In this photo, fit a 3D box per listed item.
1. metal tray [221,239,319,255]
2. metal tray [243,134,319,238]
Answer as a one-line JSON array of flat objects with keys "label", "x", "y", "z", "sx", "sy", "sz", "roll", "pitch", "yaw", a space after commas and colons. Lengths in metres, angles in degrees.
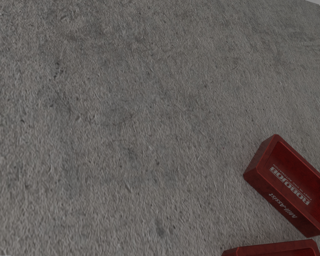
[{"label": "metal tray", "x": 0.142, "y": 0.184, "z": 0.364, "sx": 0.131, "sy": 0.030, "sz": 0.090, "roll": 5, "pitch": 59, "yaw": -26}, {"label": "metal tray", "x": 0.193, "y": 0.082, "z": 0.453, "sx": 0.130, "sy": 0.030, "sz": 0.090, "roll": 43, "pitch": 51, "yaw": 2}]
